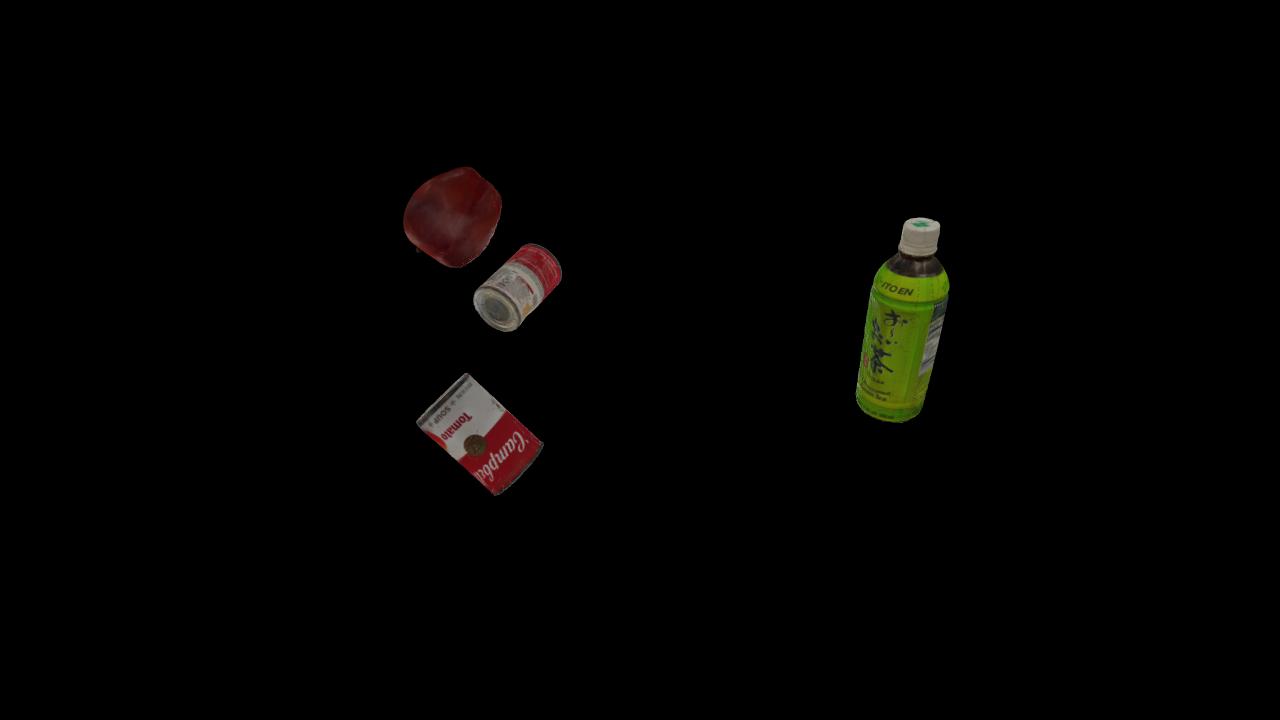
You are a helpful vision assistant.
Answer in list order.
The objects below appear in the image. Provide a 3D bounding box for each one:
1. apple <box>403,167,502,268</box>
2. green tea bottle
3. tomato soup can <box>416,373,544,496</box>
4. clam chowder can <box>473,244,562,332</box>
[{"bbox_3d":[-0.173,-0.132,0.567,0.079,0.093,0.079,42,4,-3],"label":"apple"},{"bbox_3d":[0.261,-0.037,0.608,0.073,0.212,0.073,-3,35,2],"label":"green tea bottle"},{"bbox_3d":[-0.150,0.069,0.580,0.068,0.101,0.068,-42,11,10],"label":"tomato soup can"},{"bbox_3d":[-0.151,-0.091,0.767,0.068,0.068,0.102,0,39,32],"label":"clam chowder can"}]
